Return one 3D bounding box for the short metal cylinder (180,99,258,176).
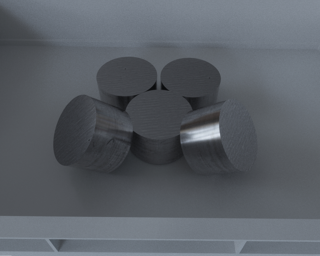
[{"bbox_3d":[0.068,0.012,0.350,0.050,0.080,0.080,-15,37,41],"label":"short metal cylinder"}]

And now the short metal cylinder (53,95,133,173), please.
[{"bbox_3d":[-0.077,0.008,0.352,0.050,0.080,0.080,22,33,-44],"label":"short metal cylinder"}]

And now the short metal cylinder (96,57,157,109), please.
[{"bbox_3d":[-0.044,-0.054,0.430,0.081,0.050,0.080,0,50,0],"label":"short metal cylinder"}]

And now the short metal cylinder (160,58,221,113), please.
[{"bbox_3d":[0.041,-0.053,0.432,0.081,0.050,0.080,0,50,0],"label":"short metal cylinder"}]

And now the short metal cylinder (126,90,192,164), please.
[{"bbox_3d":[-0.001,-0.002,0.386,0.081,0.050,0.080,0,50,0],"label":"short metal cylinder"}]
